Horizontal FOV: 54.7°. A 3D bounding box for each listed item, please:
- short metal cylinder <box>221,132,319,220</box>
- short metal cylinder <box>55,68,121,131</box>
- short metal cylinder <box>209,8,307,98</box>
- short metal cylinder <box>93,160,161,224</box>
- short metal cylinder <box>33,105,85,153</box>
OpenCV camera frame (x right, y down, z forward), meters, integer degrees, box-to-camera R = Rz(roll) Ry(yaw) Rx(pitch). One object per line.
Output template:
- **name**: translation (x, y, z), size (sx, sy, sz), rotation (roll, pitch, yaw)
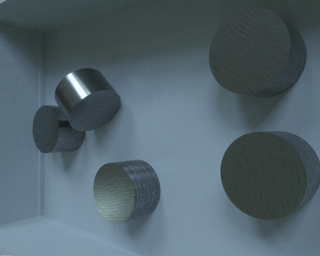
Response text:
- **short metal cylinder**: translation (0.107, 0.043, 0.301), size (0.080, 0.050, 0.079), rotation (0, 90, 39)
- **short metal cylinder**: translation (-0.106, -0.041, 0.456), size (0.050, 0.081, 0.080), rotation (51, 120, 27)
- **short metal cylinder**: translation (0.097, -0.072, 0.310), size (0.080, 0.050, 0.079), rotation (0, 90, 39)
- **short metal cylinder**: translation (-0.046, 0.086, 0.427), size (0.080, 0.050, 0.079), rotation (0, 90, 39)
- **short metal cylinder**: translation (-0.174, 0.002, 0.531), size (0.080, 0.050, 0.079), rotation (0, 90, 39)
